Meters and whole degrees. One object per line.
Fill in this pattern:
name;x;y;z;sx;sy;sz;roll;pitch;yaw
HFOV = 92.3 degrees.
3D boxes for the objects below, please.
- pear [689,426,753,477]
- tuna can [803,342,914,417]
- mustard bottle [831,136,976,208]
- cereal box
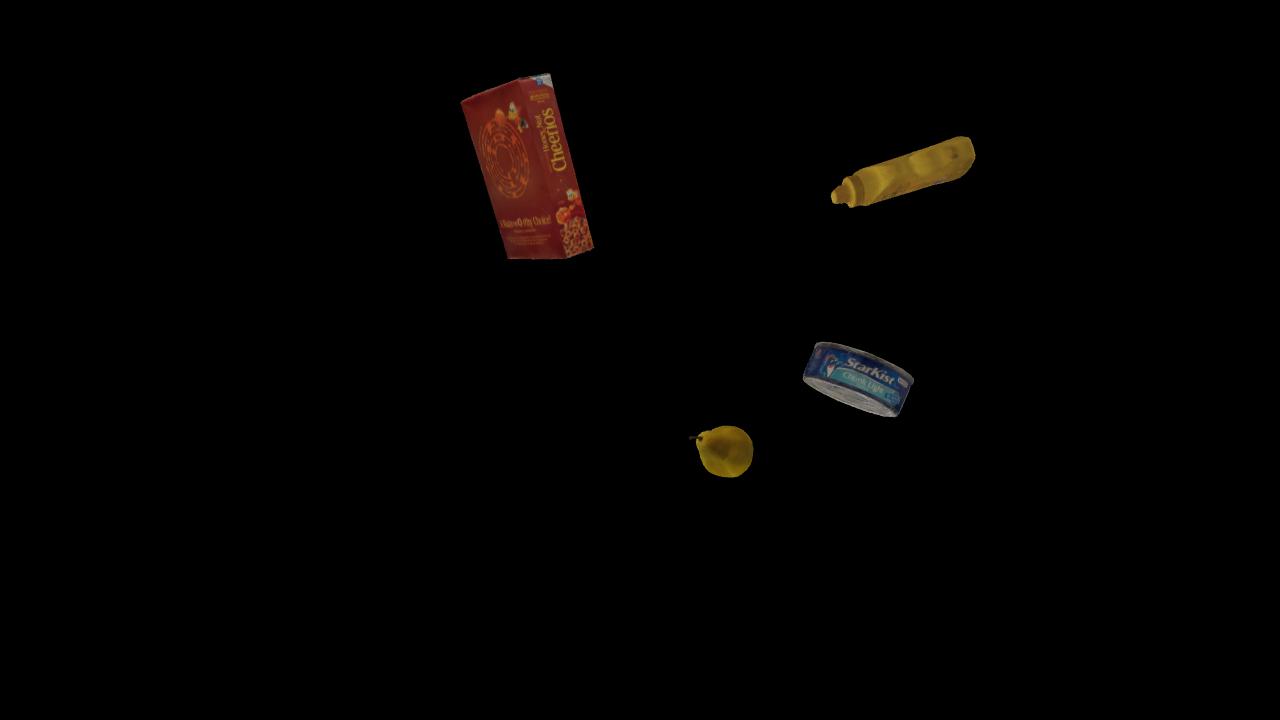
pear;0.112;0.121;0.867;0.080;0.080;0.111;0;-26;34
tuna can;0.181;0.017;0.515;0.084;0.034;0.084;25;-4;2
mustard bottle;0.350;-0.250;0.844;0.184;0.054;0.092;-18;4;-2
cereal box;-0.205;-0.340;1.124;0.081;0.306;0.203;-29;25;-37
